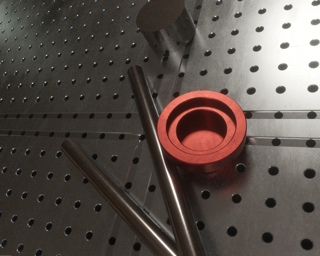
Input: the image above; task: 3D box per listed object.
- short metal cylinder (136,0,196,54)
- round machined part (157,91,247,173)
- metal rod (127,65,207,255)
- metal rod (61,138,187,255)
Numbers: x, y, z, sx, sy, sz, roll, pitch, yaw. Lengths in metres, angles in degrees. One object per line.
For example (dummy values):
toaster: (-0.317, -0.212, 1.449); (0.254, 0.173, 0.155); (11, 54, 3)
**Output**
short metal cylinder: (0.010, -0.163, 0.486); (0.080, 0.050, 0.080); (-13, 56, 21)
round machined part: (0.048, 0.007, 0.357); (0.098, 0.042, 0.098); (-5, 56, 8)
metal rod: (-0.002, 0.020, 0.382); (0.025, 0.025, 0.300); (-28, 48, 10)
metal rod: (-0.040, 0.095, 0.368); (0.025, 0.025, 0.300); (-49, 52, -6)
